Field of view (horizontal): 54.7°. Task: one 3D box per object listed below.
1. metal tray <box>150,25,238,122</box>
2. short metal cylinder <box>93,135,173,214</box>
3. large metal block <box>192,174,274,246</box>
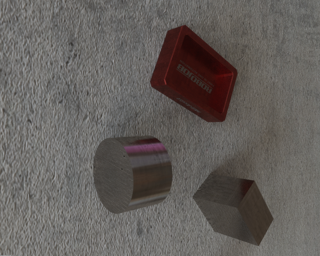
[{"bbox_3d":[0.054,-0.073,0.446,0.131,0.030,0.090,28,72,-37],"label":"metal tray"},{"bbox_3d":[-0.032,0.049,0.342,0.050,0.080,0.079,-3,92,-40],"label":"short metal cylinder"},{"bbox_3d":[0.108,0.119,0.460,0.050,0.080,0.080,-46,118,-30],"label":"large metal block"}]
